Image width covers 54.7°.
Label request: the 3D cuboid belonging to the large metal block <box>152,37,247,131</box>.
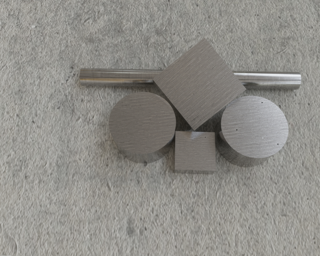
[{"bbox_3d":[0.048,-0.053,0.397,0.080,0.050,0.080,-39,91,1],"label":"large metal block"}]

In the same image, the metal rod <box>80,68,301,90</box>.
[{"bbox_3d":[0.042,-0.069,0.434,0.302,0.025,0.025,1,70,0],"label":"metal rod"}]

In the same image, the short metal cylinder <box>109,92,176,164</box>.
[{"bbox_3d":[-0.021,0.001,0.395,0.081,0.050,0.080,0,70,0],"label":"short metal cylinder"}]

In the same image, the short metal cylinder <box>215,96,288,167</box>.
[{"bbox_3d":[0.113,0.006,0.394,0.081,0.050,0.080,0,70,0],"label":"short metal cylinder"}]

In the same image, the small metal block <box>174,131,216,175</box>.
[{"bbox_3d":[0.044,0.032,0.398,0.050,0.025,0.050,2,70,0],"label":"small metal block"}]
